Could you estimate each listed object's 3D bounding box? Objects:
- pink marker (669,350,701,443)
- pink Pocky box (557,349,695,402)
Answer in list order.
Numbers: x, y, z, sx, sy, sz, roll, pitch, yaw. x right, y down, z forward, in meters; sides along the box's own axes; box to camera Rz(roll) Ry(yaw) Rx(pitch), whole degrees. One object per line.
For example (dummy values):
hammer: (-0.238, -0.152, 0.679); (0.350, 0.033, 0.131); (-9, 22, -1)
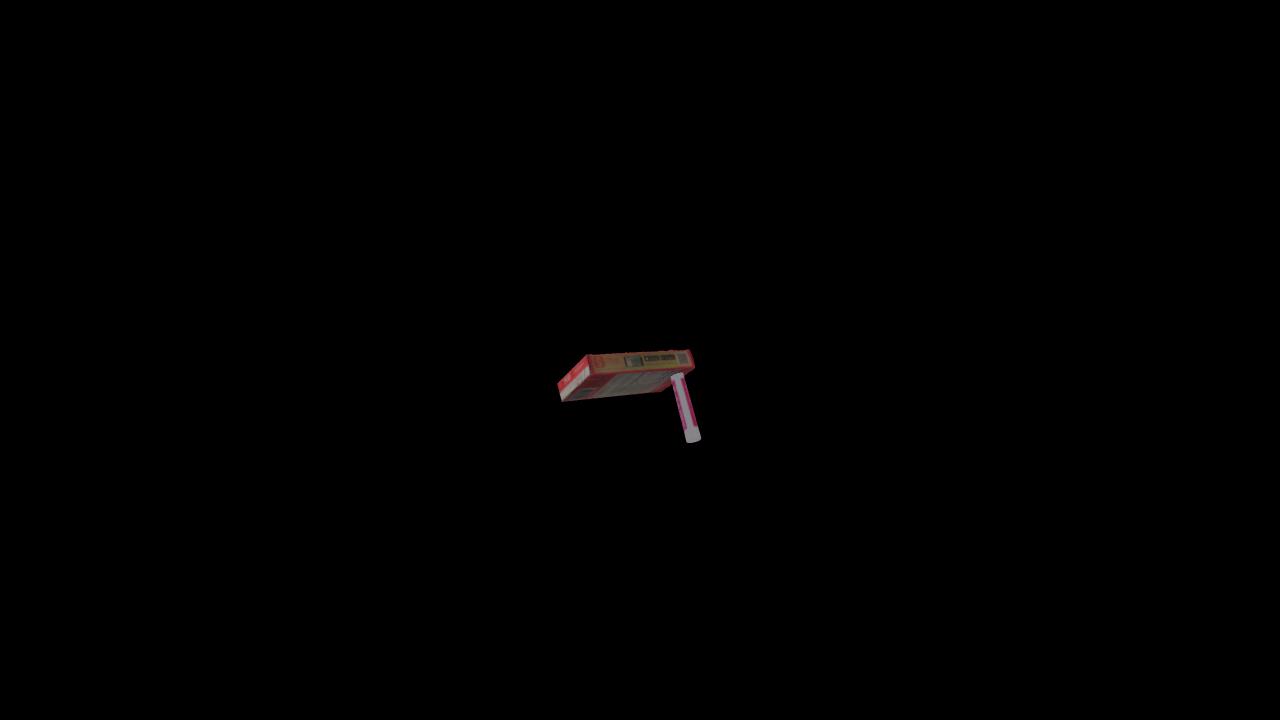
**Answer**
pink marker: (0.052, 0.043, 0.764); (0.020, 0.121, 0.020); (-12, -21, -5)
pink Pocky box: (-0.016, 0.019, 0.759); (0.155, 0.029, 0.084); (-3, -22, -35)
